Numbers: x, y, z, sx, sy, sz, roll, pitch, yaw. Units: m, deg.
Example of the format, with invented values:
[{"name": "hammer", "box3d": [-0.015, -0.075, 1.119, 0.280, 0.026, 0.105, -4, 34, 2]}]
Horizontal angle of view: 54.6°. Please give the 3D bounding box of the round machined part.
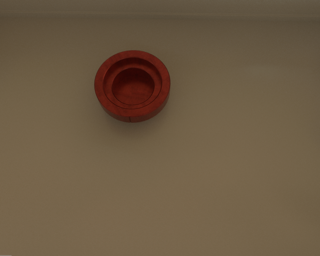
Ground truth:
[{"name": "round machined part", "box3d": [-0.036, -0.052, 0.420, 0.099, 0.042, 0.098, 0, 70, 0]}]
